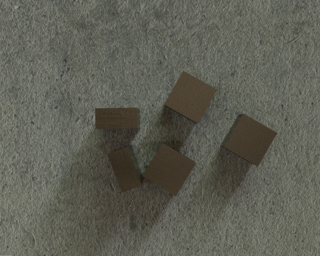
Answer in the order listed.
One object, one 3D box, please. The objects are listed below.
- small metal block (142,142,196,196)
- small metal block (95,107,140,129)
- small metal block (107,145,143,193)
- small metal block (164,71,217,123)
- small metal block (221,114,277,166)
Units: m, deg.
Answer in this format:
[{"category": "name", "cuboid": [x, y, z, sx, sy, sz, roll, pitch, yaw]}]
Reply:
[{"category": "small metal block", "cuboid": [0.012, 0.053, 0.410, 0.050, 0.025, 0.050, 32, 90, 0]}, {"category": "small metal block", "cuboid": [-0.052, -0.012, 0.397, 0.050, 0.050, 0.025, -1, 90, 0]}, {"category": "small metal block", "cuboid": [-0.043, 0.050, 0.397, 0.025, 0.050, 0.050, -21, 90, 0]}, {"category": "small metal block", "cuboid": [0.040, -0.040, 0.410, 0.050, 0.025, 0.050, 29, 90, 0]}, {"category": "small metal block", "cuboid": [0.117, 0.015, 0.411, 0.050, 0.025, 0.050, 30, 90, 0]}]
